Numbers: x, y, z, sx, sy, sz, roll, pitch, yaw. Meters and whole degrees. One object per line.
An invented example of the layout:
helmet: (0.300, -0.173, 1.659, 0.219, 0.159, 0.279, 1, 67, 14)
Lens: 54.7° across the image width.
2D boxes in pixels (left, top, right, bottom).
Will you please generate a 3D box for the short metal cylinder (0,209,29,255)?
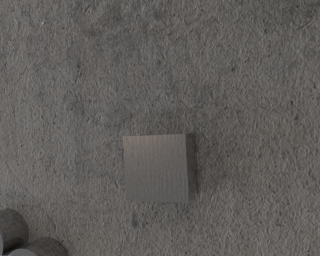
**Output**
short metal cylinder: (-0.257, 0.172, 0.486, 0.080, 0.050, 0.080, 0, 90, 20)

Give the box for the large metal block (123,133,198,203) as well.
large metal block: (0.002, 0.048, 0.395, 0.080, 0.050, 0.080, -3, 89, 20)

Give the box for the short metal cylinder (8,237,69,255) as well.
short metal cylinder: (-0.182, 0.210, 0.460, 0.080, 0.050, 0.080, 0, 90, 20)
